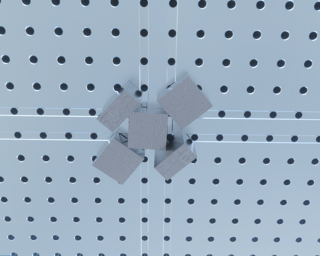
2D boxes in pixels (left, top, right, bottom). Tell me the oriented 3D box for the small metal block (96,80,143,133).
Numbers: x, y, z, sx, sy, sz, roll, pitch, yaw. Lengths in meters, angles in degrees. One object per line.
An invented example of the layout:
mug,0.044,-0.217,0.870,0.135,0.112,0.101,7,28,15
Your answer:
small metal block,-0.049,-0.028,0.389,0.025,0.050,0.050,42,105,-15

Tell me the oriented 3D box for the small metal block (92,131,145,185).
small metal block,-0.056,0.042,0.428,0.050,0.025,0.050,36,106,-13

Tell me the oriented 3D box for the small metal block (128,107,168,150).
small metal block,-0.016,0.000,0.413,0.050,0.025,0.050,4,109,0

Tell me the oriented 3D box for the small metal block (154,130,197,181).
small metal block,0.020,0.035,0.413,0.050,0.050,0.025,-40,105,13

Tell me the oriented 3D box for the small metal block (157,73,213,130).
small metal block,0.032,-0.035,0.401,0.050,0.025,0.050,-38,106,13
